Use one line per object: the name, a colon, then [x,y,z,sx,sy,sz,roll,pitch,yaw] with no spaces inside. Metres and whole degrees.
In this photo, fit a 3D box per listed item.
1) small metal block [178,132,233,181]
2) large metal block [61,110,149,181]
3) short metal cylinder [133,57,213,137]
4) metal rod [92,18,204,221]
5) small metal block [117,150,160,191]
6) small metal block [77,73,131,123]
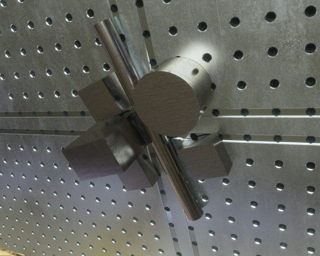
small metal block: [0.059,0.038,0.402,0.050,0.025,0.050,-15,111,34]
large metal block: [-0.070,0.023,0.423,0.080,0.080,0.050,-16,110,34]
short metal cylinder: [0.016,-0.037,0.362,0.080,0.050,0.079,13,124,20]
metal rod: [-0.008,0.002,0.415,0.025,0.025,0.299,-13,112,33]
small metal block: [-0.037,0.065,0.469,0.050,0.025,0.050,-17,110,34]
small metal block: [-0.077,-0.041,0.425,0.050,0.025,0.050,-19,109,35]
